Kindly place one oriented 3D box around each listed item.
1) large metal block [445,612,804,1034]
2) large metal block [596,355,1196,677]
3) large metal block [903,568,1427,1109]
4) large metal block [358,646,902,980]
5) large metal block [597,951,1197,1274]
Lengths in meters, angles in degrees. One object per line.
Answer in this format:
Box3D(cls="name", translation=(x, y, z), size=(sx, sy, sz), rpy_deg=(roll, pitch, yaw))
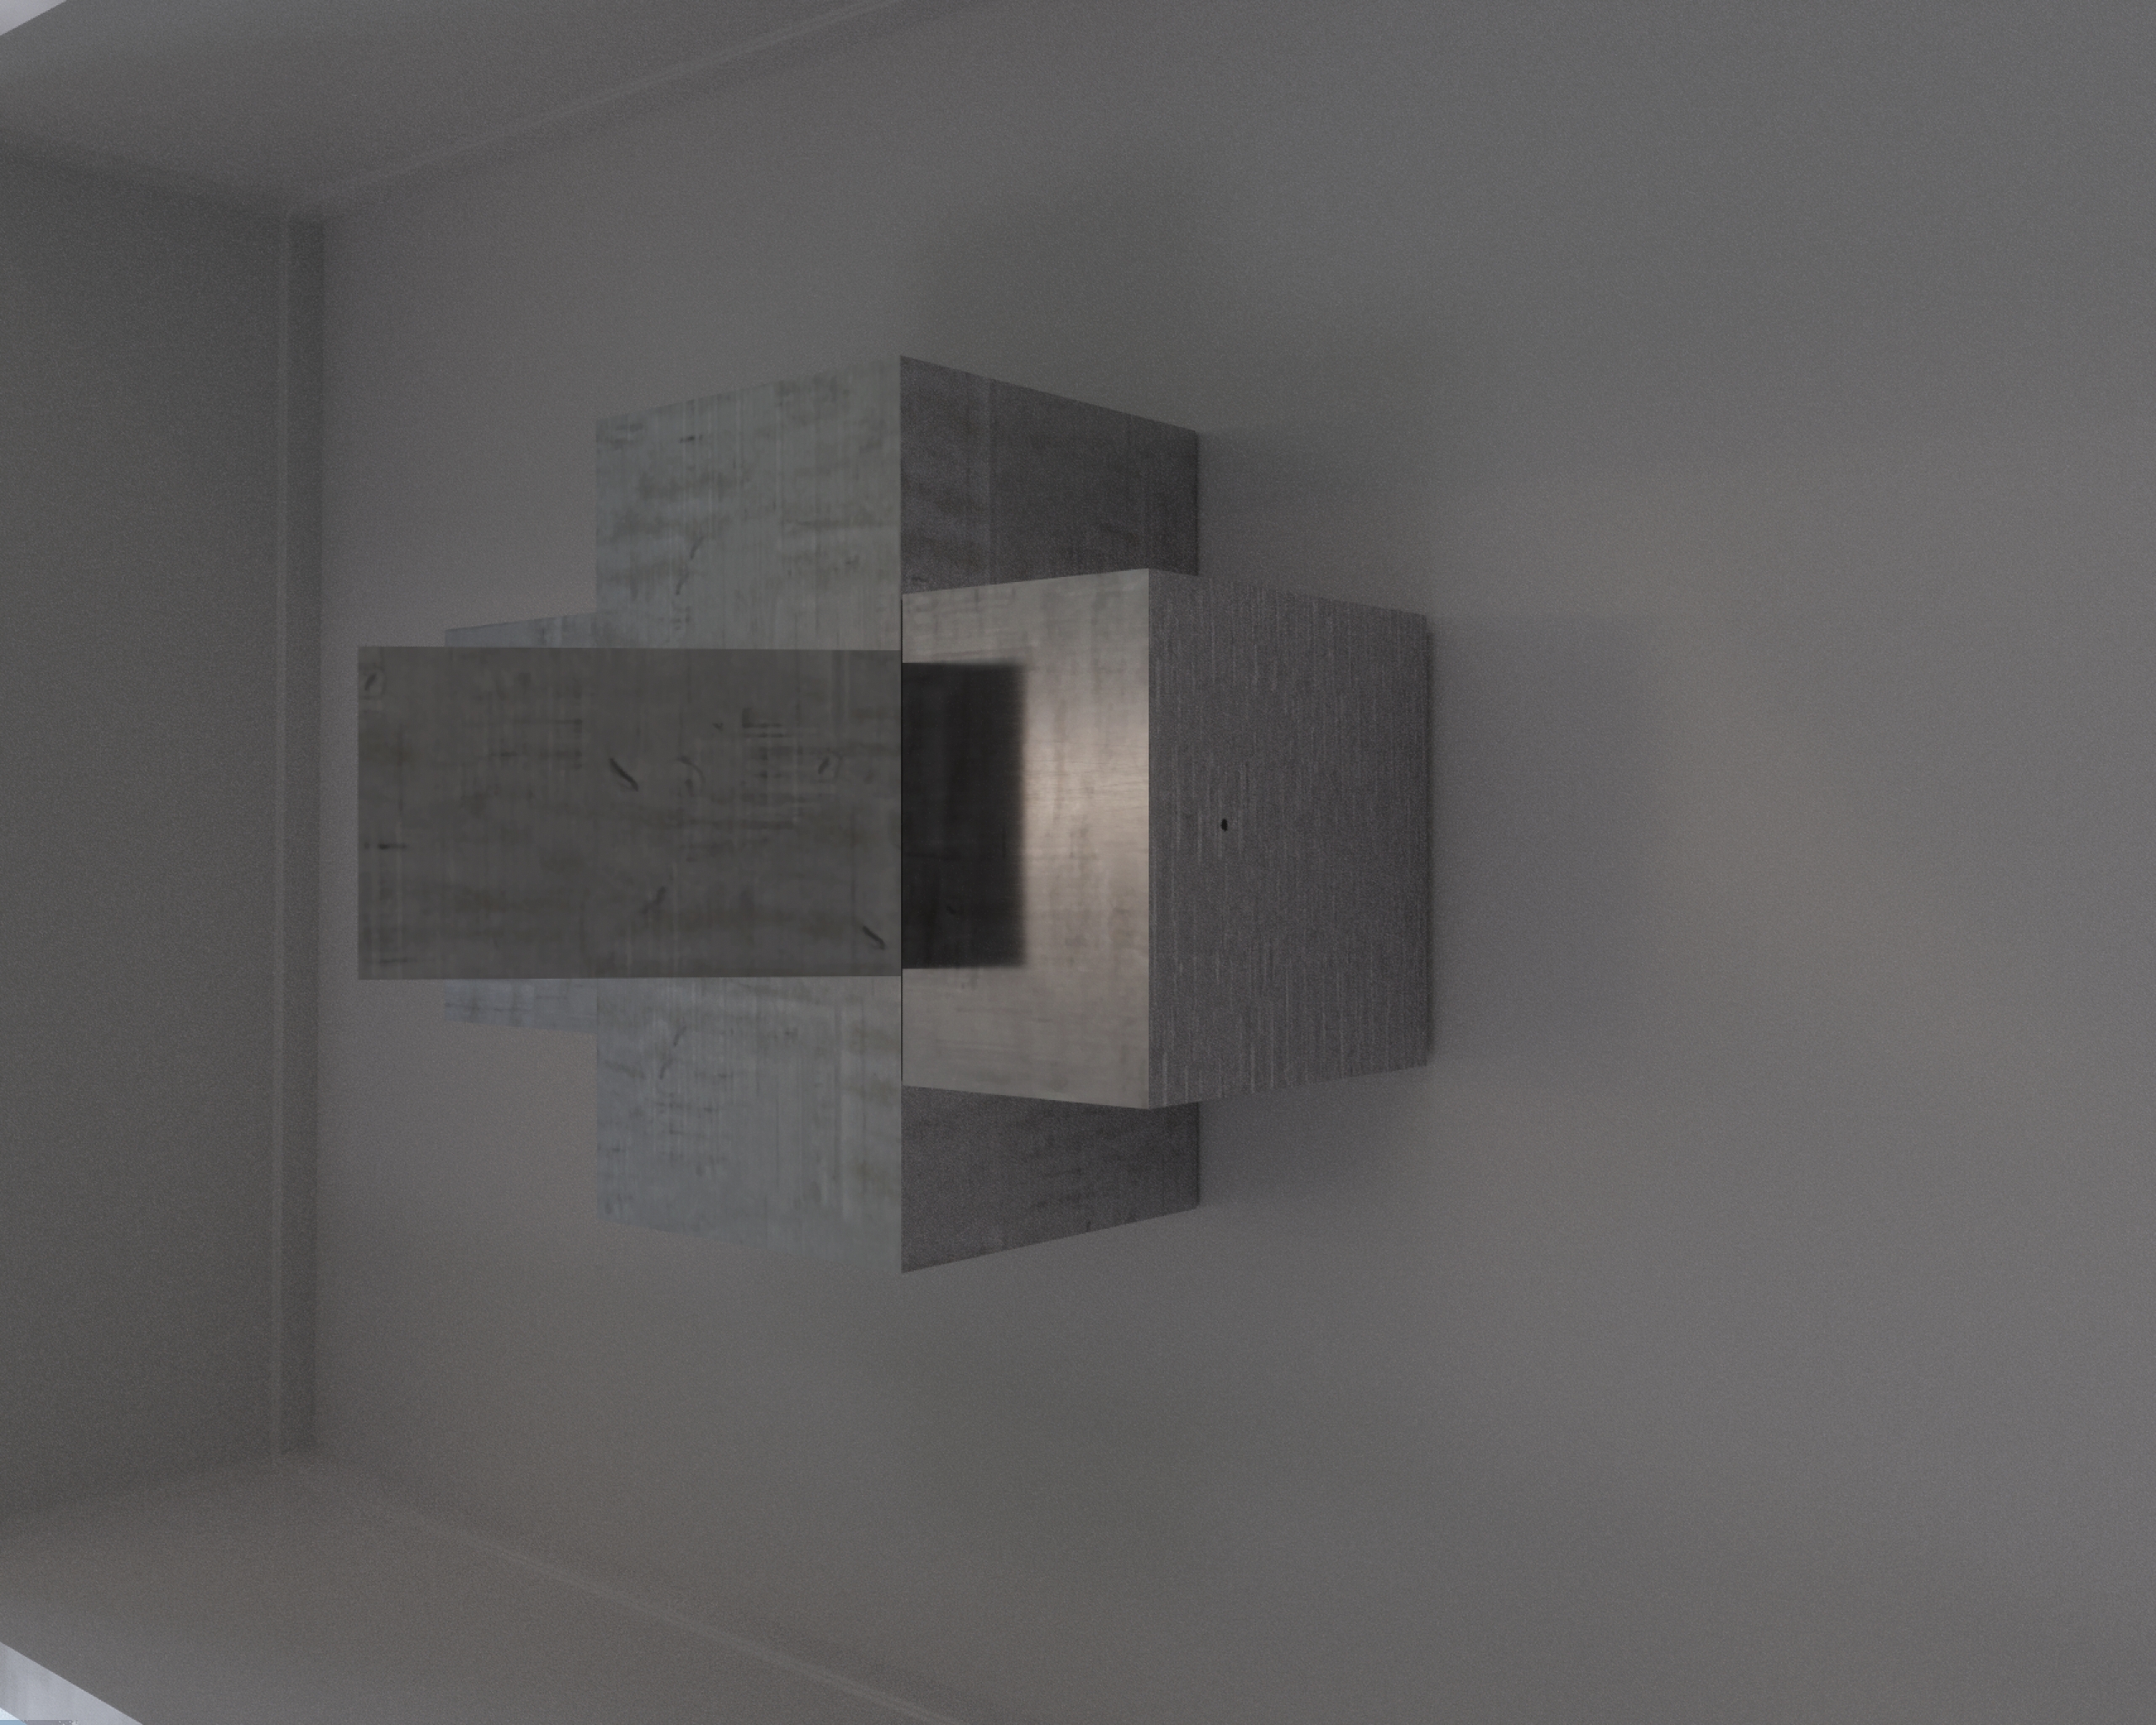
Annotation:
Box3D(cls="large metal block", translation=(-0.084, -0.008, 0.440), size=(0.050, 0.081, 0.080), rpy_deg=(0, 90, 40))
Box3D(cls="large metal block", translation=(-0.034, -0.058, 0.398), size=(0.080, 0.081, 0.050), rpy_deg=(0, 90, 40))
Box3D(cls="large metal block", translation=(0.017, -0.004, 0.353), size=(0.050, 0.081, 0.080), rpy_deg=(0, 90, 39))
Box3D(cls="large metal block", translation=(-0.070, -0.008, 0.354), size=(0.081, 0.080, 0.050), rpy_deg=(0, 90, -5))
Box3D(cls="large metal block", translation=(-0.034, 0.042, 0.398), size=(0.080, 0.081, 0.050), rpy_deg=(0, 90, 40))
